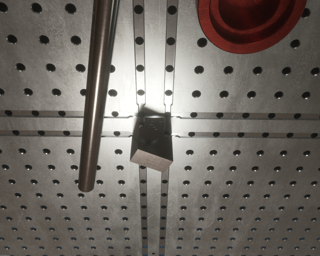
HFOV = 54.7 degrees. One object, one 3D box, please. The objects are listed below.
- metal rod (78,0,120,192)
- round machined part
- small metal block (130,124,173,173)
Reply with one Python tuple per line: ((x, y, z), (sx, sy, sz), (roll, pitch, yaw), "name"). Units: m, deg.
((-0.083, -0.020, 0.393), (0.025, 0.025, 0.298), (9, 130, -9), "metal rod")
((0.083, -0.124, 0.296), (0.099, 0.042, 0.097), (-1, 130, 0), "round machined part")
((-0.011, 0.027, 0.418), (0.050, 0.050, 0.025), (21, 127, -18), "small metal block")
